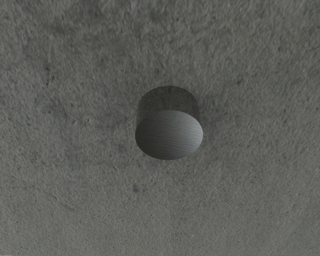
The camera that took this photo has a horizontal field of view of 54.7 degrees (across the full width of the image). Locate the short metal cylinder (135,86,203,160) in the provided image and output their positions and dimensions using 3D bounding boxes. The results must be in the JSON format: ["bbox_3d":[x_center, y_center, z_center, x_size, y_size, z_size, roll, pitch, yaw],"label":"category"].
[{"bbox_3d":[0.011,-0.005,0.386,0.081,0.050,0.079,0,130,0],"label":"short metal cylinder"}]
